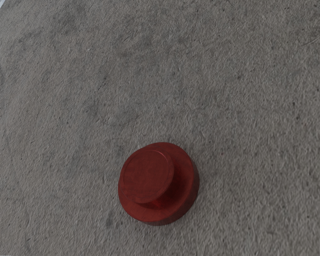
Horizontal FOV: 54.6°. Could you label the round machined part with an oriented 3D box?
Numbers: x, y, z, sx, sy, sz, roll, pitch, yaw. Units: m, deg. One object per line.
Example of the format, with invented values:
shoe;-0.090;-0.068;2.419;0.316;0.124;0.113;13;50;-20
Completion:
round machined part;-0.007;0.060;0.361;0.098;0.042;0.098;-13;56;21
